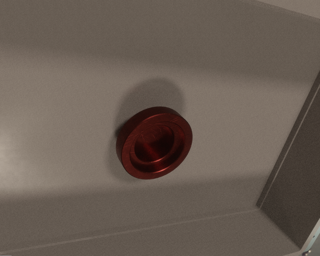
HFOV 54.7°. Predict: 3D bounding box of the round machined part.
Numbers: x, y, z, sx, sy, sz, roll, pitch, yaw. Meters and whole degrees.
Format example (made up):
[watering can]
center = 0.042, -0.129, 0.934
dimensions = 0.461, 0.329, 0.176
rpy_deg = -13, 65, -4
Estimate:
[round machined part]
center = -0.011, 0.016, 0.403
dimensions = 0.099, 0.042, 0.097
rpy_deg = -14, 125, -21
